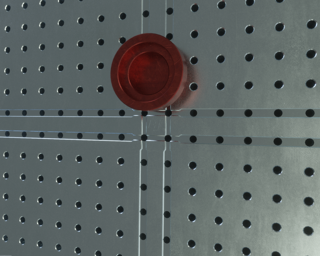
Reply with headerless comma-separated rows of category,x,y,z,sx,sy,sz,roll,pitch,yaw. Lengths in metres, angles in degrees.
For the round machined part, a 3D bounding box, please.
round machined part,-0.011,-0.070,0.407,0.098,0.042,0.097,0,90,19
